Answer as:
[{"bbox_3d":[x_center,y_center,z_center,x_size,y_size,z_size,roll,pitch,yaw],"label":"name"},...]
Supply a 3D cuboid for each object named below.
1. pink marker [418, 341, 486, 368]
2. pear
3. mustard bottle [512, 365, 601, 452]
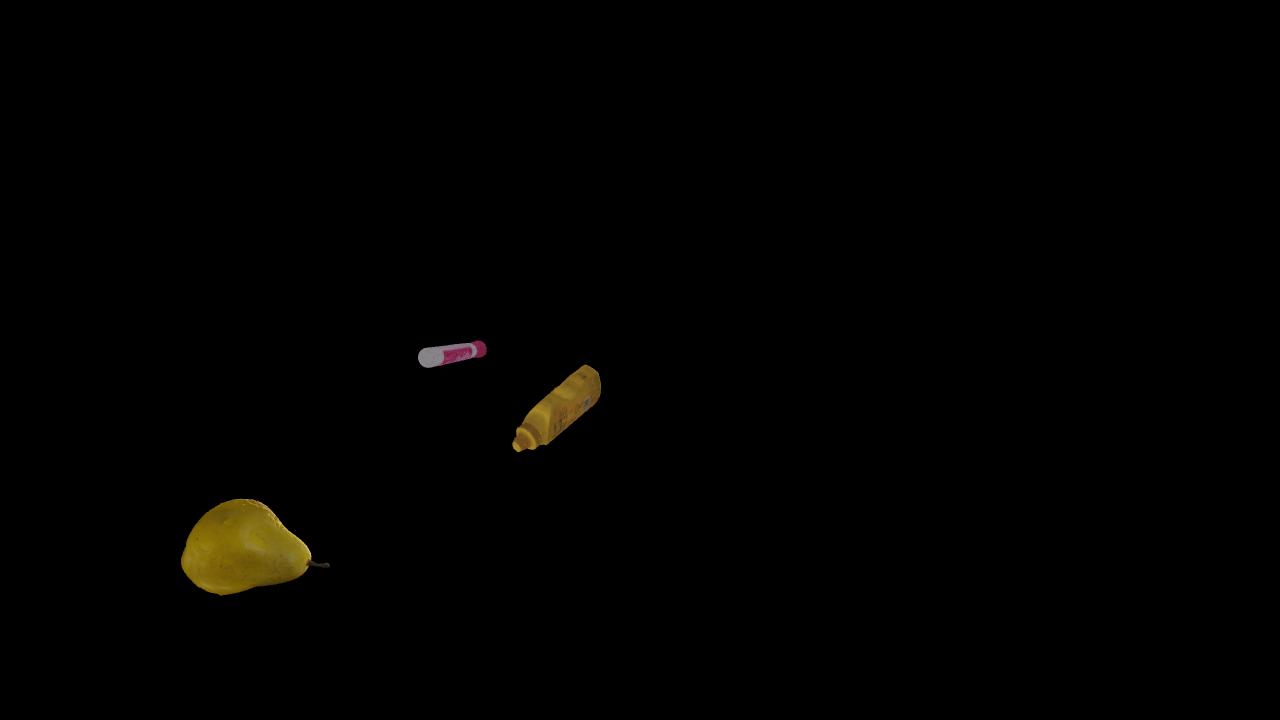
[{"bbox_3d":[-0.186,-0.007,0.623,0.020,0.020,0.121,0,5,9],"label":"pink marker"},{"bbox_3d":[-0.327,0.169,0.534,0.111,0.080,0.080,26,-5,-10],"label":"pear"},{"bbox_3d":[-0.136,0.087,0.982,0.054,0.092,0.184,36,46,13],"label":"mustard bottle"}]
